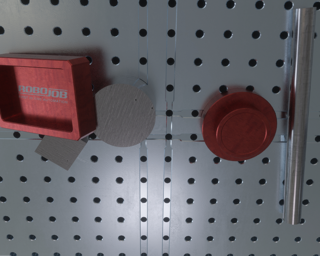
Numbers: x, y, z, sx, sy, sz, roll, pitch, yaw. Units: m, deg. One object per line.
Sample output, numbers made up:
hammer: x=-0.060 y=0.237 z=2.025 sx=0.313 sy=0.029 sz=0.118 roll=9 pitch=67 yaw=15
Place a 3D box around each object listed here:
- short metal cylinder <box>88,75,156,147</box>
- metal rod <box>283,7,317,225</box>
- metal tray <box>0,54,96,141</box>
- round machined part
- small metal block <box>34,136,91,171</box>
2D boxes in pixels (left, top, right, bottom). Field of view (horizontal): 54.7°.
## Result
short metal cylinder: x=-0.045 y=-0.022 z=0.391 sx=0.081 sy=0.050 sz=0.079 roll=0 pitch=110 yaw=0
metal rod: x=0.184 y=-0.002 z=0.414 sx=0.025 sy=0.025 sz=0.298 roll=-5 pitch=110 yaw=2
metal tray: x=-0.142 y=-0.039 z=0.366 sx=0.130 sy=0.030 sz=0.089 roll=8 pitch=112 yaw=23
round machined part: x=0.105 y=0.001 z=0.406 sx=0.099 sy=0.042 sz=0.097 roll=0 pitch=110 yaw=0
small metal block: x=-0.131 y=0.021 z=0.420 sx=0.050 sy=0.025 sz=0.050 roll=33 pitch=107 yaw=-12
